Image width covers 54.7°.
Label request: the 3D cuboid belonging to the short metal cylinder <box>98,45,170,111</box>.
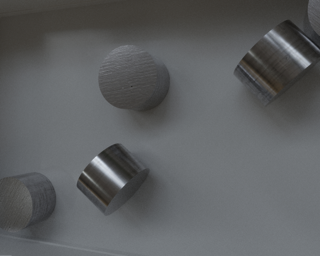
[{"bbox_3d":[-0.033,-0.063,0.409,0.080,0.050,0.080,0,90,20],"label":"short metal cylinder"}]

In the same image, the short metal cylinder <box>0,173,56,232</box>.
[{"bbox_3d":[-0.208,0.110,0.471,0.080,0.050,0.080,0,90,20],"label":"short metal cylinder"}]

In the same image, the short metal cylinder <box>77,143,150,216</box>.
[{"bbox_3d":[-0.059,0.066,0.402,0.050,0.080,0.080,41,103,15],"label":"short metal cylinder"}]

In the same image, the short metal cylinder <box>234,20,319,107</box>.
[{"bbox_3d":[0.128,-0.068,0.336,0.080,0.080,0.050,-44,77,15],"label":"short metal cylinder"}]

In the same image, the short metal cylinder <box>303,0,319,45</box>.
[{"bbox_3d":[0.198,-0.121,0.327,0.080,0.050,0.080,0,90,20],"label":"short metal cylinder"}]
